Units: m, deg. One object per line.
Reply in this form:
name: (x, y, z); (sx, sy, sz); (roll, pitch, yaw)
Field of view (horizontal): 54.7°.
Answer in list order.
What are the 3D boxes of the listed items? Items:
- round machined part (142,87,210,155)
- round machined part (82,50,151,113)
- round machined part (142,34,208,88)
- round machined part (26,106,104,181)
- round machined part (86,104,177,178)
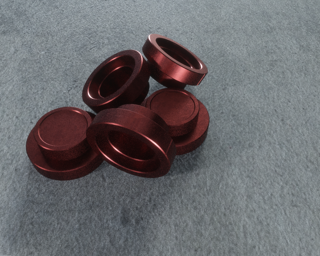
round machined part: (0.016, -0.015, 0.405); (0.099, 0.042, 0.098); (0, 50, 0)
round machined part: (-0.054, -0.056, 0.421); (0.098, 0.042, 0.098); (-21, 45, 23)
round machined part: (0.017, -0.091, 0.450); (0.098, 0.042, 0.098); (26, 29, -15)
round machined part: (-0.114, 0.012, 0.381); (0.099, 0.042, 0.098); (0, 50, 0)
round machined part: (-0.028, 0.011, 0.345); (0.098, 0.097, 0.042); (16, 55, 13)
